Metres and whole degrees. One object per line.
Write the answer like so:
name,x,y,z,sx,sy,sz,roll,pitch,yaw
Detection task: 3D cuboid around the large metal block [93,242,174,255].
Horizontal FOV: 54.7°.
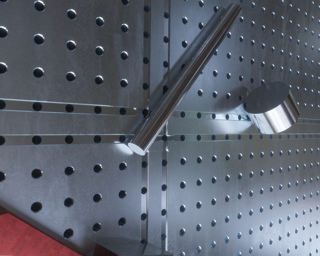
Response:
large metal block,-0.037,0.183,0.364,0.080,0.050,0.080,18,79,-39

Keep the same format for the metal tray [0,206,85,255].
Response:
metal tray,-0.131,0.147,0.298,0.130,0.030,0.090,47,62,-30

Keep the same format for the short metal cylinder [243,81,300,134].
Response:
short metal cylinder,0.193,-0.035,0.539,0.050,0.080,0.080,51,60,-28

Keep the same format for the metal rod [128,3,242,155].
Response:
metal rod,0.048,-0.085,0.451,0.025,0.025,0.301,50,60,-29
